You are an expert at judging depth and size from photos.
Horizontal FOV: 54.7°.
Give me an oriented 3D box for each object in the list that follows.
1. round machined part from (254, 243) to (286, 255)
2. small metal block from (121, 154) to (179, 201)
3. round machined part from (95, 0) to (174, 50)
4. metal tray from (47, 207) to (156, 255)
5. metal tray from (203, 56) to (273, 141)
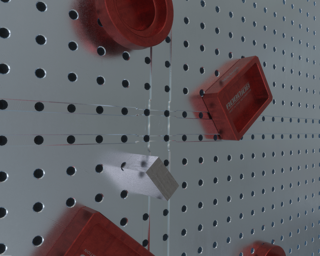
[{"bbox_3d":[0.213,0.270,0.577,0.099,0.042,0.097,0,90,-40],"label":"round machined part"},{"bbox_3d":[-0.012,0.060,0.383,0.025,0.050,0.050,-49,119,-29],"label":"small metal block"},{"bbox_3d":[-0.034,-0.142,0.369,0.099,0.042,0.097,0,90,-40],"label":"round machined part"},{"bbox_3d":[-0.063,0.163,0.353,0.130,0.030,0.090,49,61,-29],"label":"metal tray"},{"bbox_3d":[0.134,-0.051,0.517,0.131,0.030,0.090,-43,116,-31],"label":"metal tray"}]
